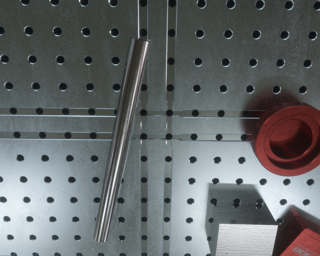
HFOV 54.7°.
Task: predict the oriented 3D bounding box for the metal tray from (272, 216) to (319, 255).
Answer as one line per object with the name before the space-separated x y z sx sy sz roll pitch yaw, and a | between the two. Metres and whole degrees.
metal tray | 0.244 0.206 0.488 0.131 0.030 0.090 29 107 -11

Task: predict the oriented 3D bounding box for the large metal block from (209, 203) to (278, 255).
large metal block | 0.120 0.161 0.460 0.081 0.050 0.079 2 110 -1

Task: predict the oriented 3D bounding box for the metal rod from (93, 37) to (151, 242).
metal rod | -0.056 0.029 0.423 0.025 0.025 0.298 12 110 -5

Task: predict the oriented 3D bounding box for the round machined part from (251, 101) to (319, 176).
round machined part | 0.169 0.011 0.410 0.099 0.042 0.097 0 110 0
